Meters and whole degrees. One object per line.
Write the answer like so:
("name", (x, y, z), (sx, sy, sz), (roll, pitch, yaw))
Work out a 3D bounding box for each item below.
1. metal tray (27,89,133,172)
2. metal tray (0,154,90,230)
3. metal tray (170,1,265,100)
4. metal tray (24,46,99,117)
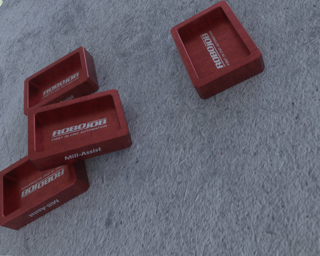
("metal tray", (-0.112, 0.000, 0.430), (0.131, 0.030, 0.090), (-15, 52, -6))
("metal tray", (-0.170, 0.075, 0.443), (0.130, 0.030, 0.090), (-30, 52, 8))
("metal tray", (0.075, -0.111, 0.429), (0.090, 0.030, 0.130), (-26, 53, 12))
("metal tray", (-0.174, -0.076, 0.538), (0.130, 0.030, 0.090), (-27, 52, 11))
